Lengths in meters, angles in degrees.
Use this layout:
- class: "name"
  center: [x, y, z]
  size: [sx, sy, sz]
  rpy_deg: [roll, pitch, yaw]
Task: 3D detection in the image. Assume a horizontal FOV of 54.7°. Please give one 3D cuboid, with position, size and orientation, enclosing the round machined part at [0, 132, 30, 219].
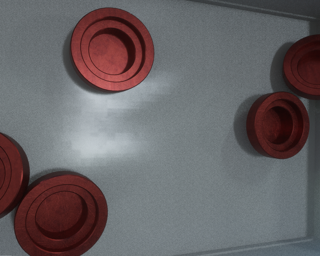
- class: "round machined part"
  center: [-0.186, 0.050, 0.322]
  size: [0.099, 0.042, 0.098]
  rpy_deg: [1, 79, -3]

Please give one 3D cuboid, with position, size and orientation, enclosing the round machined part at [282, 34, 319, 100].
- class: "round machined part"
  center: [0.238, -0.088, 0.472]
  size: [0.098, 0.042, 0.098]
  rpy_deg: [-4, 75, 16]

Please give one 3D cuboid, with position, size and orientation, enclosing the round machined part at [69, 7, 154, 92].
- class: "round machined part"
  center: [-0.060, -0.091, 0.379]
  size: [0.099, 0.042, 0.097]
  rpy_deg: [0, 90, -20]

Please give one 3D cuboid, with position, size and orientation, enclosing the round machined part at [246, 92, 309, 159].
- class: "round machined part"
  center: [0.170, -0.004, 0.464]
  size: [0.099, 0.042, 0.097]
  rpy_deg: [0, 90, -20]

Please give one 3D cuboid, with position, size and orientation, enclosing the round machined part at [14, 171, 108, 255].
- class: "round machined part"
  center: [-0.114, 0.097, 0.356]
  size: [0.099, 0.042, 0.097]
  rpy_deg: [-2, 95, -26]
